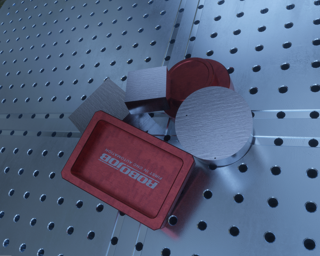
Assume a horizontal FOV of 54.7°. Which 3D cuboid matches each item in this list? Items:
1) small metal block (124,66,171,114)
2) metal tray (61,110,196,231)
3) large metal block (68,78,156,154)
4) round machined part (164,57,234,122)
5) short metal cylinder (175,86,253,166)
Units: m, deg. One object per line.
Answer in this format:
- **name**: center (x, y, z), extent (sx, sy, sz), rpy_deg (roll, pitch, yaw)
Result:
- **small metal block**: center (-0.014, -0.047, 0.385), extent (0.050, 0.025, 0.050), rpy_deg (-6, 55, 12)
- **metal tray**: center (-0.036, 0.046, 0.359), extent (0.130, 0.030, 0.090), rpy_deg (26, 82, 14)
- **large metal block**: center (-0.068, -0.011, 0.435), extent (0.080, 0.050, 0.080), rpy_deg (-46, 51, -4)
- **round machined part**: center (0.043, -0.054, 0.407), extent (0.098, 0.042, 0.098), rpy_deg (-13, 56, 21)
- **short metal cylinder**: center (0.062, 0.000, 0.345), extent (0.080, 0.050, 0.080), rpy_deg (-4, 75, 16)
